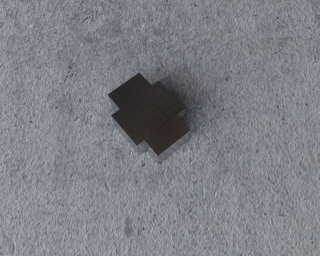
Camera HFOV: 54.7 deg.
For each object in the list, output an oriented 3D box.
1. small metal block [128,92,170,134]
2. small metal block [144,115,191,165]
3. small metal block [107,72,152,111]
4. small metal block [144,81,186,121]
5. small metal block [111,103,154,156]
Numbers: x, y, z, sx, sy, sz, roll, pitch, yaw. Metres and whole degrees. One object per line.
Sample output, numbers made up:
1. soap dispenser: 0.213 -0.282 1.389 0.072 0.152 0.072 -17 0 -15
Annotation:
1. small metal block: -0.014 -0.011 0.399 0.025 0.050 0.050 -38 75 -13
2. small metal block: 0.009 0.017 0.389 0.050 0.050 0.025 -37 75 -13
3. small metal block: -0.038 -0.039 0.409 0.050 0.050 0.025 -37 75 -13
4. small metal block: 0.006 -0.026 0.405 0.025 0.050 0.050 -39 75 -13
5. small metal block: -0.033 0.004 0.394 0.025 0.050 0.050 -38 75 -13
